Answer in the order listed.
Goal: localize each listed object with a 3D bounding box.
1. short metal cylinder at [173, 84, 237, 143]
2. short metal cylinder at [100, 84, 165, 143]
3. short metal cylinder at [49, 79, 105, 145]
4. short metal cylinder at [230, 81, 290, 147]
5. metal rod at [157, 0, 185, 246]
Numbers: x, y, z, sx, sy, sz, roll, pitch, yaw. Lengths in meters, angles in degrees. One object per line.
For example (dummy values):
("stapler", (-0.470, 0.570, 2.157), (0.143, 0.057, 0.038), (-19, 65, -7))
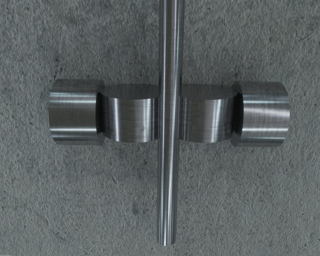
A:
("short metal cylinder", (0.050, -0.020, 0.374), (0.081, 0.080, 0.050), (1, 110, -1))
("short metal cylinder", (-0.030, -0.021, 0.374), (0.081, 0.080, 0.050), (1, 110, -1))
("short metal cylinder", (-0.095, -0.019, 0.374), (0.050, 0.080, 0.079), (1, 110, -1))
("short metal cylinder", (0.116, -0.017, 0.377), (0.050, 0.080, 0.079), (1, 110, -1))
("metal rod", (0.010, 0.003, 0.347), (0.025, 0.025, 0.298), (1, 110, -1))
